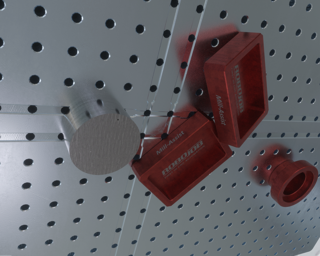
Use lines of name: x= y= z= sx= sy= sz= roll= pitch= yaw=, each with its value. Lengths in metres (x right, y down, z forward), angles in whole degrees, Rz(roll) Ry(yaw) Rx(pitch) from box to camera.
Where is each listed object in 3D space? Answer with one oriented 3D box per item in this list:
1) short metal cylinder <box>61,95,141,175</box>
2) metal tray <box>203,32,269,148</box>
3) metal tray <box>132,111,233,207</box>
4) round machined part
short metal cylinder: x=-0.070 y=0.008 z=0.362 sx=0.081 sy=0.050 sz=0.079 roll=-14 pitch=124 yaw=-21
metal tray: x=0.106 y=-0.049 z=0.413 sx=0.090 sy=0.030 sz=0.129 roll=-43 pitch=133 yaw=-28
metal tray: x=0.036 y=0.047 z=0.456 sx=0.130 sy=0.030 sz=0.090 roll=-39 pitch=130 yaw=-2
round machined part: x=0.253 y=0.102 z=0.602 sx=0.099 sy=0.042 sz=0.097 roll=-14 pitch=124 yaw=-21
